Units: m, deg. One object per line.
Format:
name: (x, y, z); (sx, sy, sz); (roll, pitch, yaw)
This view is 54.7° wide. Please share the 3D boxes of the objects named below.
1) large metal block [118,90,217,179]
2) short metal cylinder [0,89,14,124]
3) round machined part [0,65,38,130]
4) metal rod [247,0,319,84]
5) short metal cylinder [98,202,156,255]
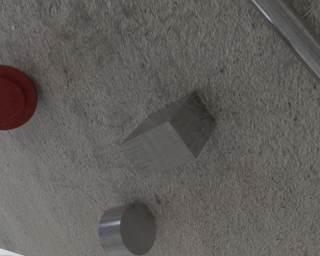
large metal block: (0.011, 0.008, 0.370); (0.080, 0.080, 0.050); (-27, 104, 37)
short metal cylinder: (-0.291, -0.027, 0.508); (0.080, 0.080, 0.050); (-8, 115, 31)
round machined part: (-0.234, -0.043, 0.457); (0.099, 0.042, 0.097); (-5, 106, -18)
metal rod: (0.111, -0.103, 0.284); (0.300, 0.025, 0.025); (47, 129, -5)
short metal cylinder: (-0.052, 0.164, 0.500); (0.050, 0.080, 0.080); (-21, 107, 36)
